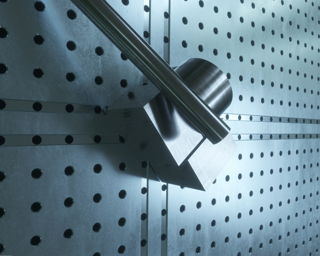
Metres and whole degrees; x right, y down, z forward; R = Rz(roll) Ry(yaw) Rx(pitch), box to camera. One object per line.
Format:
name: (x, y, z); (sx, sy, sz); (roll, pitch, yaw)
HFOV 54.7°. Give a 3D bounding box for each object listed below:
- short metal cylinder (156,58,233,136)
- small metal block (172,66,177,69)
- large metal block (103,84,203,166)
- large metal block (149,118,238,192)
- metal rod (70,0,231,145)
short metal cylinder: (0.040, -0.037, 0.375); (0.050, 0.080, 0.080); (-44, 117, -31)
small metal block: (0.017, -0.049, 0.426); (0.050, 0.025, 0.050); (-49, 120, -29)
large metal block: (-0.009, -0.005, 0.369); (0.050, 0.080, 0.080); (-45, 118, -31)
large metal block: (0.041, 0.031, 0.408); (0.080, 0.080, 0.050); (-45, 118, -31)
metal rod: (-0.041, -0.096, 0.308); (0.300, 0.025, 0.025); (45, 61, -7)
